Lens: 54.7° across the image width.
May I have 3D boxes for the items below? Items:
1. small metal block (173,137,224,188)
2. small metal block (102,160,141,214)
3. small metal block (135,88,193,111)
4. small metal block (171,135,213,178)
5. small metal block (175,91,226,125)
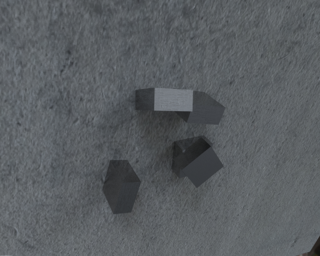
[{"bbox_3d":[0.055,0.049,0.437,0.050,0.025,0.050,-39,130,-2],"label":"small metal block"},{"bbox_3d":[-0.052,0.077,0.411,0.025,0.050,0.050,4,117,-31],"label":"small metal block"},{"bbox_3d":[0.004,-0.033,0.370,0.050,0.050,0.025,0,94,-29],"label":"small metal block"},{"bbox_3d":[0.047,0.042,0.461,0.050,0.025,0.050,-10,123,-24],"label":"small metal block"},{"bbox_3d":[0.047,-0.028,0.401,0.050,0.050,0.025,3,117,-30],"label":"small metal block"}]
